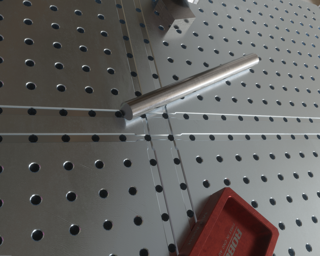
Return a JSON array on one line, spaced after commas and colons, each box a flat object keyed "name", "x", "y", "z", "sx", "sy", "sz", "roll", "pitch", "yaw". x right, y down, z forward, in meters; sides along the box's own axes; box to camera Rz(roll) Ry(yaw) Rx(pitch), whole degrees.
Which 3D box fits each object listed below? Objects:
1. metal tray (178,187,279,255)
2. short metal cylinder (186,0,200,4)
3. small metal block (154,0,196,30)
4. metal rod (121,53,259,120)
[{"name": "metal tray", "x": 0.078, "y": 0.145, "z": 0.358, "sx": 0.090, "sy": 0.030, "sz": 0.131, "roll": 41, "pitch": 51, "yaw": 0}, {"name": "short metal cylinder", "x": 0.046, "y": -0.268, "z": 0.562, "sx": 0.080, "sy": 0.050, "sz": 0.080, "roll": 22, "pitch": 30, "yaw": -13}, {"name": "small metal block", "x": 0.027, "y": -0.203, "z": 0.546, "sx": 0.050, "sy": 0.025, "sz": 0.050, "roll": -20, "pitch": 73, "yaw": -36}, {"name": "metal rod", "x": 0.065, "y": -0.075, "z": 0.488, "sx": 0.302, "sy": 0.025, "sz": 0.025, "roll": -26, "pitch": 76, "yaw": -37}]
